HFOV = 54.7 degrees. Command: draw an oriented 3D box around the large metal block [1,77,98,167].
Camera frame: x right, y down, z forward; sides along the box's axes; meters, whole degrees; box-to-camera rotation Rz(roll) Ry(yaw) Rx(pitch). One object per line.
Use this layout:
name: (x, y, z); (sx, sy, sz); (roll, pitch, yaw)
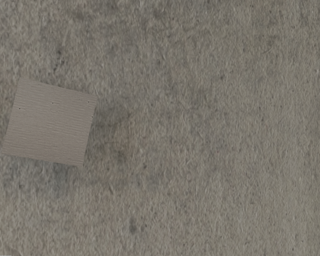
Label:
large metal block: (-0.123, -0.005, 0.351); (0.081, 0.050, 0.080); (13, 86, -20)
